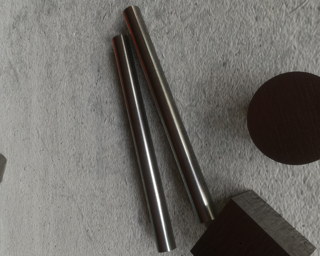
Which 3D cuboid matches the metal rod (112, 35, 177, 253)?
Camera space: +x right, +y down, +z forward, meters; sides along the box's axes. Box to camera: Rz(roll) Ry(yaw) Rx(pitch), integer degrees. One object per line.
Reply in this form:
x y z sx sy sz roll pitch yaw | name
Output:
-0.024 0.013 0.424 0.025 0.025 0.299 -22 76 38 | metal rod

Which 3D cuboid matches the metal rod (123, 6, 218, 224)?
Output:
0.008 -0.029 0.398 0.025 0.025 0.299 -31 71 36 | metal rod

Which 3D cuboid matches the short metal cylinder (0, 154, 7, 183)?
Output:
-0.393 0.091 0.694 0.080 0.081 0.050 33 111 35 | short metal cylinder

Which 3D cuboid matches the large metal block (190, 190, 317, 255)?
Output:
0.091 0.123 0.313 0.080 0.050 0.080 44 117 31 | large metal block

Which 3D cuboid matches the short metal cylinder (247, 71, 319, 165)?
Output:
0.128 -0.008 0.283 0.080 0.050 0.079 0 90 40 | short metal cylinder
